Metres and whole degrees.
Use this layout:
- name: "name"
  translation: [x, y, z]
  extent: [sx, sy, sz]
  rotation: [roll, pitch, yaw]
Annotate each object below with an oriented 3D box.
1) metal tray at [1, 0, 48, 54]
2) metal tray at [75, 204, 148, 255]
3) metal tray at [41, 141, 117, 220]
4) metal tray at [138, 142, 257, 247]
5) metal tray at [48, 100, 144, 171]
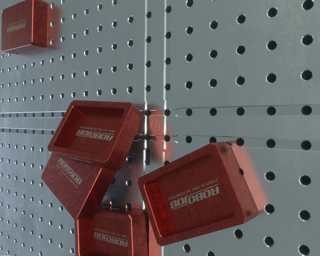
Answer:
- name: "metal tray"
  translation: [-0.280, -0.205, 0.633]
  extent: [0.130, 0.030, 0.089]
  rotation: [3, 92, 39]
- name: "metal tray"
  translation: [-0.077, 0.165, 0.467]
  extent: [0.130, 0.030, 0.089]
  rotation: [-4, 88, 39]
- name: "metal tray"
  translation: [-0.132, 0.072, 0.490]
  extent: [0.130, 0.030, 0.090]
  rotation: [30, 95, 42]
- name: "metal tray"
  translation: [0.038, 0.082, 0.373]
  extent: [0.130, 0.030, 0.090]
  rotation: [-31, 71, 35]
- name: "metal tray"
  translation: [-0.096, 0.006, 0.452]
  extent: [0.130, 0.030, 0.090]
  rotation: [6, 65, 36]
